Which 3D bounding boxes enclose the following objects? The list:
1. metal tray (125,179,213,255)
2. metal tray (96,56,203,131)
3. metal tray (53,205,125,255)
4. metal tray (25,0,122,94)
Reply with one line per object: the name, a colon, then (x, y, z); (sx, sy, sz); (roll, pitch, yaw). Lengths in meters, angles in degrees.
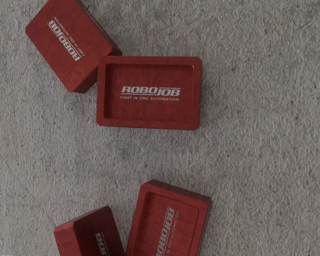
metal tray: (0.008, 0.142, 0.403); (0.090, 0.030, 0.129); (14, 95, 19)
metal tray: (-0.013, -0.044, 0.398); (0.131, 0.030, 0.089); (3, 91, 9)
metal tray: (-0.080, 0.177, 0.402); (0.030, 0.090, 0.129); (-21, 83, 19)
metal tray: (-0.128, -0.126, 0.451); (0.090, 0.030, 0.130); (-42, 77, 15)
